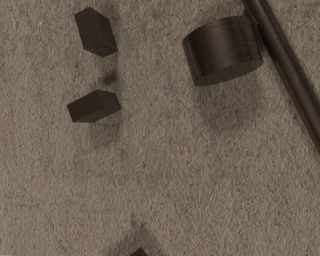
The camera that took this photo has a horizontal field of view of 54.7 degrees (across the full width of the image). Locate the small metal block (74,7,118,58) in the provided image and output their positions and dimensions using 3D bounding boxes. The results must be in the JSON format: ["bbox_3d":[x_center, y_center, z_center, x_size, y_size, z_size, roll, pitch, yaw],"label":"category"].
[{"bbox_3d":[-0.086,-0.130,0.425,0.025,0.050,0.050,-19,84,19],"label":"small metal block"}]

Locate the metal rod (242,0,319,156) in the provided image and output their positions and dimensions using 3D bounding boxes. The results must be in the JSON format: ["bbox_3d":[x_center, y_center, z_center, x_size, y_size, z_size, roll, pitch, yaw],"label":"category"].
[{"bbox_3d":[0.169,-0.022,0.349,0.025,0.025,0.299,-26,82,18],"label":"metal rod"}]

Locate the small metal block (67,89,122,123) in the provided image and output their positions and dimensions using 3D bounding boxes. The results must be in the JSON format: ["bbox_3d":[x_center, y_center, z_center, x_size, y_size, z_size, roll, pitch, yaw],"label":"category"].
[{"bbox_3d":[-0.089,-0.029,0.426,0.050,0.050,0.025,-24,82,18],"label":"small metal block"}]

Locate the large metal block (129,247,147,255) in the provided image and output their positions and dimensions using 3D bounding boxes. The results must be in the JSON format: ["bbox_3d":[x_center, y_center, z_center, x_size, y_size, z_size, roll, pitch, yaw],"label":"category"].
[{"bbox_3d":[-0.040,0.221,0.409,0.080,0.050,0.080,-41,78,15],"label":"large metal block"}]

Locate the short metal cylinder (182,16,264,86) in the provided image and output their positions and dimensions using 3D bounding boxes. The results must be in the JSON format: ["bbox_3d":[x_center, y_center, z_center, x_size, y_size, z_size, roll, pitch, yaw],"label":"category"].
[{"bbox_3d":[0.071,-0.085,0.354,0.080,0.080,0.050,-17,85,19],"label":"short metal cylinder"}]
